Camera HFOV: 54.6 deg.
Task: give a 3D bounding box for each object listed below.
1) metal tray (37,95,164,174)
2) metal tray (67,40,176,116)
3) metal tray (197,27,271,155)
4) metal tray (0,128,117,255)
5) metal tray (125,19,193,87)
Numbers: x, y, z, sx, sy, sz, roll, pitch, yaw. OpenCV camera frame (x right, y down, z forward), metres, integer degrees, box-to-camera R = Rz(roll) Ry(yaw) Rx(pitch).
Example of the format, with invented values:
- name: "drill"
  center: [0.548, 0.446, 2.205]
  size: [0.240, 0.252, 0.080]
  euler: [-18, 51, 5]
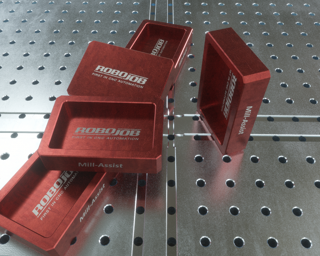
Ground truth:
- name: "metal tray"
  center: [-0.062, 0.005, 0.359]
  size: [0.131, 0.030, 0.090]
  euler: [2, 50, 1]
- name: "metal tray"
  center: [-0.053, -0.066, 0.439]
  size: [0.130, 0.030, 0.090]
  euler: [17, 74, 13]
- name: "metal tray"
  center: [0.081, -0.041, 0.374]
  size: [0.030, 0.129, 0.090]
  euler: [-15, 52, -12]
- name: "metal tray"
  center: [-0.114, 0.066, 0.348]
  size: [0.090, 0.030, 0.130]
  euler: [20, 53, 16]
- name: "metal tray"
  center: [-0.005, -0.126, 0.510]
  size: [0.090, 0.030, 0.130]
  euler: [14, 51, 11]
